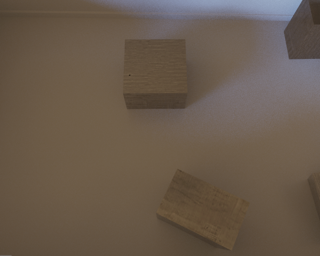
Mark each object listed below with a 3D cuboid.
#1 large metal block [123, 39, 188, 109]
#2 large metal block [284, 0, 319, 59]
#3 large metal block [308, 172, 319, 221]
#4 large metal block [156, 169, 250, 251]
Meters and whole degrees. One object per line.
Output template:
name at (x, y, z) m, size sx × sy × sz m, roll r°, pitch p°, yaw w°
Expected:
large metal block at (-0.006, -0.072, 0.423) m, size 0.081 × 0.050 × 0.080 m, roll 0°, pitch 70°, yaw 0°
large metal block at (0.232, -0.140, 0.433) m, size 0.081 × 0.080 × 0.050 m, roll -1°, pitch 70°, yaw -1°
large metal block at (0.225, 0.087, 0.353) m, size 0.080 × 0.050 × 0.080 m, roll -13°, pitch 69°, yaw 15°
large metal block at (0.043, 0.093, 0.347) m, size 0.080 × 0.080 × 0.050 m, roll 24°, pitch 72°, yaw 8°
